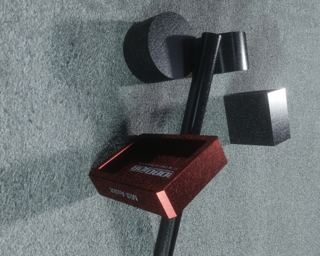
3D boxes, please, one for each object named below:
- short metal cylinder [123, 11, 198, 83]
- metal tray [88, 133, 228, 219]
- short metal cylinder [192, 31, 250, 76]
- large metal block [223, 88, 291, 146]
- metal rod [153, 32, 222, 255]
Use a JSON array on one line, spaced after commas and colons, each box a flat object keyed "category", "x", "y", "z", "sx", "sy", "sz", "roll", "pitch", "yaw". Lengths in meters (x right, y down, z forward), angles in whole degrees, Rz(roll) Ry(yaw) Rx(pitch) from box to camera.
[{"category": "short metal cylinder", "x": 0.001, "y": -0.099, "z": 0.389, "sx": 0.081, "sy": 0.050, "sz": 0.080, "roll": 0, "pitch": 90, "yaw": -40}, {"category": "metal tray", "x": -0.006, "y": 0.042, "z": 0.331, "sx": 0.091, "sy": 0.130, "sz": 0.030, "roll": -38, "pitch": 113, "yaw": -34}, {"category": "short metal cylinder", "x": 0.082, "y": -0.102, "z": 0.437, "sx": 0.081, "sy": 0.080, "sz": 0.050, "roll": -15, "pitch": 100, "yaw": -39}, {"category": "large metal block", "x": 0.156, "y": -0.017, "z": 0.499, "sx": 0.050, "sy": 0.080, "sz": 0.079, "roll": -17, "pitch": 101, "yaw": -39}, {"category": "metal rod", "x": 0.033, "y": 0.030, "z": 0.396, "sx": 0.025, "sy": 0.025, "sz": 0.298, "roll": 8, "pitch": 96, "yaw": -40}]
